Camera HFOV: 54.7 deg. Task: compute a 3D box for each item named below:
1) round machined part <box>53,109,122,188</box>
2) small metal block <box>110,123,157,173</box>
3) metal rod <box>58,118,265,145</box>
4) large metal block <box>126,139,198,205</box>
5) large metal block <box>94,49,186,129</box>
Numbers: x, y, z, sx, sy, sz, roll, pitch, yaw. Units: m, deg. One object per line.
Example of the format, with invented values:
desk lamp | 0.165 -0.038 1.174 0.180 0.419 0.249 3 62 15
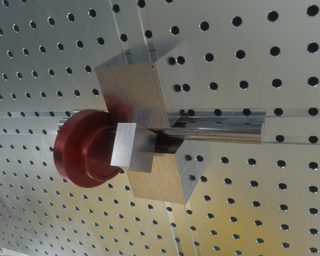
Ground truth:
round machined part | -0.077 0.028 0.384 0.042 0.099 0.097 13 125 38
small metal block | -0.030 0.025 0.369 0.025 0.050 0.050 1 75 28
metal rod | -0.017 0.001 0.421 0.300 0.025 0.025 2 120 27
large metal block | 0.001 0.053 0.428 0.080 0.050 0.080 1 119 27
large metal block | -0.022 -0.046 0.378 0.080 0.050 0.080 1 119 28
